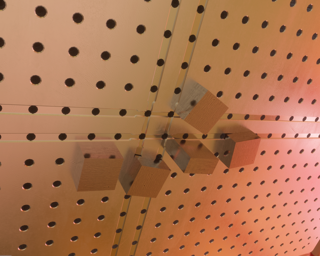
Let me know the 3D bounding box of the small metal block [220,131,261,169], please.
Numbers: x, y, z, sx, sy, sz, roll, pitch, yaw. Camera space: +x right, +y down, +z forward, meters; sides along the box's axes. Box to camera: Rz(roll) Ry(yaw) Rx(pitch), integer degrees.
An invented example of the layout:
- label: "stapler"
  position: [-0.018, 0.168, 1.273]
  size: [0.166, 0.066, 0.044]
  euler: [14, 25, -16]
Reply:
- label: "small metal block"
  position: [0.130, 0.035, 0.503]
  size: [0.050, 0.025, 0.050]
  euler: [-8, 122, -25]

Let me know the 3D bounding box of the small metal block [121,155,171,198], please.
- label: "small metal block"
  position: [-0.020, 0.070, 0.443]
  size: [0.050, 0.025, 0.050]
  euler: [15, 110, -34]

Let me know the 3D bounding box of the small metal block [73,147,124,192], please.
- label: "small metal block"
  position: [-0.080, 0.053, 0.400]
  size: [0.050, 0.025, 0.050]
  euler: [4, 117, -30]

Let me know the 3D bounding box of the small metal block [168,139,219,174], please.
- label: "small metal block"
  position: [0.047, 0.041, 0.445]
  size: [0.050, 0.050, 0.025]
  euler: [7, 115, -32]

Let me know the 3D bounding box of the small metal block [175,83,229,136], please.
- label: "small metal block"
  position: [0.058, -0.025, 0.427]
  size: [0.050, 0.025, 0.050]
  euler: [32, 100, -38]
